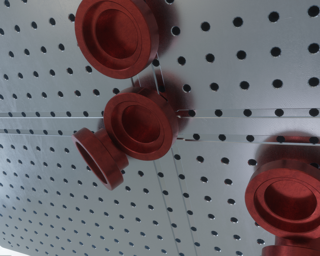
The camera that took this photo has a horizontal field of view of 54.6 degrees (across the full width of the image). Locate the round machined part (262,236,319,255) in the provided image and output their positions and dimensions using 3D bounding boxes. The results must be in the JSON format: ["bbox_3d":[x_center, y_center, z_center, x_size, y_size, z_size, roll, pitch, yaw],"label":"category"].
[{"bbox_3d":[0.179,0.161,0.388,0.098,0.042,0.098,12,151,7],"label":"round machined part"}]

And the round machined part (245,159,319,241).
[{"bbox_3d":[0.154,0.079,0.365,0.098,0.042,0.097,13,120,24],"label":"round machined part"}]

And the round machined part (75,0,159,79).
[{"bbox_3d":[-0.045,-0.109,0.357,0.098,0.042,0.097,13,124,21],"label":"round machined part"}]

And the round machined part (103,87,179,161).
[{"bbox_3d":[-0.021,-0.009,0.406,0.098,0.042,0.097,13,124,21],"label":"round machined part"}]

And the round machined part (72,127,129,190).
[{"bbox_3d":[-0.082,0.039,0.450,0.098,0.042,0.098,43,156,25],"label":"round machined part"}]
